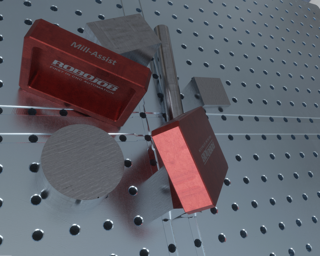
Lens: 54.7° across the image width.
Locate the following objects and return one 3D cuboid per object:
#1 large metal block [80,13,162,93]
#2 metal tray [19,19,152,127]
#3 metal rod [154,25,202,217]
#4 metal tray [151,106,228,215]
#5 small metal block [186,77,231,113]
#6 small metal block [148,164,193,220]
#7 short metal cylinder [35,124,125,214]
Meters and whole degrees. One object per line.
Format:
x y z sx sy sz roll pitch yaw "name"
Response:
-0.057 -0.094 0.399 0.081 0.080 0.050 -27 77 -37 "large metal block"
-0.087 -0.056 0.353 0.131 0.090 0.030 22 54 -15 "metal tray"
0.019 -0.029 0.435 0.025 0.025 0.299 7 59 -25 "metal rod"
0.041 0.028 0.353 0.090 0.030 0.130 66 21 -3 "metal tray"
0.075 -0.050 0.479 0.050 0.025 0.050 -2 63 -29 "small metal block"
0.011 0.073 0.353 0.025 0.050 0.050 5 60 -26 "small metal block"
-0.083 0.043 0.321 0.081 0.050 0.080 14 56 -21 "short metal cylinder"
